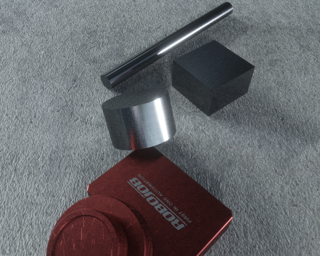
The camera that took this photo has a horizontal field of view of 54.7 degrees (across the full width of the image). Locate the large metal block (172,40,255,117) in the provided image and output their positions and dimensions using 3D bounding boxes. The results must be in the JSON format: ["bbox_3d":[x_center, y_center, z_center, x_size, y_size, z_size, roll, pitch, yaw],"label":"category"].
[{"bbox_3d":[0.075,-0.075,0.451,0.081,0.050,0.080,-31,57,-24],"label":"large metal block"}]

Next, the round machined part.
[{"bbox_3d":[-0.059,0.109,0.277,0.098,0.042,0.098,-6,67,15],"label":"round machined part"}]

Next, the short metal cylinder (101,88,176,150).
[{"bbox_3d":[-0.025,-0.013,0.375,0.080,0.050,0.080,-11,19,4],"label":"short metal cylinder"}]

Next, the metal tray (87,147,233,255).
[{"bbox_3d":[-0.002,0.084,0.329,0.091,0.030,0.130,-37,60,-27],"label":"metal tray"}]

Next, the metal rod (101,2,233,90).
[{"bbox_3d":[0.025,-0.149,0.529,0.025,0.025,0.302,37,59,26],"label":"metal rod"}]
